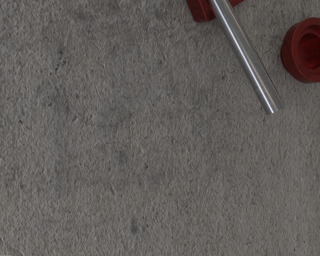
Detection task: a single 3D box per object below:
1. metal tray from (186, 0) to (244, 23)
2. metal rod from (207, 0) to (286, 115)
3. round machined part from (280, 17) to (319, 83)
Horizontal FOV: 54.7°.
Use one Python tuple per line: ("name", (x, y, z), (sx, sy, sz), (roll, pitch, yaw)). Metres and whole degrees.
("metal tray", (0.065, -0.220, 0.413), (0.090, 0.030, 0.130), (-36, 117, -17))
("metal rod", (0.082, -0.155, 0.406), (0.025, 0.025, 0.299), (-25, 86, -18))
("round machined part", (0.230, -0.118, 0.485), (0.099, 0.042, 0.097), (0, 90, -20))
